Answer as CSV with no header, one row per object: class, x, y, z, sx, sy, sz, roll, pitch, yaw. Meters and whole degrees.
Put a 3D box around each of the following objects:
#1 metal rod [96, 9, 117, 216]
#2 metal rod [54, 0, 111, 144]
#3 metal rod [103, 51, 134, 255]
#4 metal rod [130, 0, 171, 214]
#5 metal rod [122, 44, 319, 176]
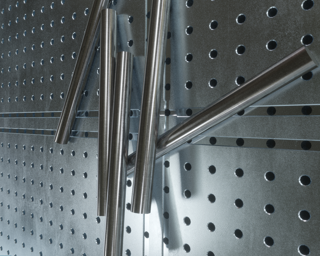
metal rod,-0.076,-0.028,0.449,0.025,0.025,0.298,-8,79,39
metal rod,-0.124,-0.110,0.508,0.025,0.025,0.298,33,110,34
metal rod,-0.056,0.040,0.421,0.025,0.025,0.299,-7,76,39
metal rod,-0.010,-0.045,0.392,0.025,0.025,0.298,1,84,39
metal rod,0.039,-0.001,0.375,0.299,0.025,0.025,-33,70,34
